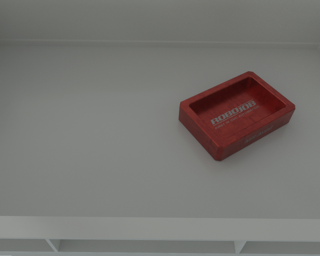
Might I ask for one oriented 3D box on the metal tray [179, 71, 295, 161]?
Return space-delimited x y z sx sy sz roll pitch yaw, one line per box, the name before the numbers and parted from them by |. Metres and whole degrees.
metal tray | 0.103 -0.021 0.420 0.131 0.030 0.090 -26 55 -21
